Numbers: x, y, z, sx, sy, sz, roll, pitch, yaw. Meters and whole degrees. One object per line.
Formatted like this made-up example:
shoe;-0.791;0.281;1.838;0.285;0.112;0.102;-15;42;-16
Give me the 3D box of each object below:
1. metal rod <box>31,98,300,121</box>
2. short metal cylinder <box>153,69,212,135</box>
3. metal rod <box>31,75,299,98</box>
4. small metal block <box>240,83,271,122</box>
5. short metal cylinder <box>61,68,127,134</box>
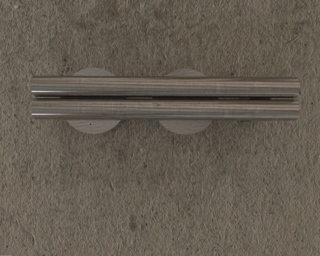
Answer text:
metal rod;0.007;-0.022;0.360;0.302;0.025;0.025;0;90;-1
short metal cylinder;0.031;-0.032;0.399;0.081;0.050;0.080;0;90;0
metal rod;0.006;-0.048;0.360;0.302;0.025;0.025;0;90;-1
small metal block;0.122;-0.033;0.401;0.025;0.050;0.050;-2;90;0
short metal cylinder;-0.080;-0.033;0.397;0.081;0.050;0.080;0;90;0
